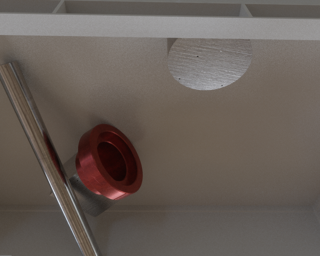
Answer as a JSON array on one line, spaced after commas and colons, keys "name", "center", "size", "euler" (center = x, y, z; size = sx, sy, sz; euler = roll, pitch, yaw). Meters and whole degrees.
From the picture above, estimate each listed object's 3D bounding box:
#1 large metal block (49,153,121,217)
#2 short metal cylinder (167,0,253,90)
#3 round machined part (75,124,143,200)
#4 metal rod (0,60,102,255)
[{"name": "large metal block", "center": [-0.100, 0.079, 0.458], "size": [0.080, 0.050, 0.080], "euler": [37, 121, -27]}, {"name": "short metal cylinder", "center": [0.048, -0.084, 0.312], "size": [0.081, 0.050, 0.080], "euler": [0, 141, 0]}, {"name": "round machined part", "center": [-0.069, 0.047, 0.400], "size": [0.042, 0.098, 0.098], "euler": [-30, 124, 23]}, {"name": "metal rod", "center": [-0.135, 0.061, 0.401], "size": [0.025, 0.025, 0.298], "euler": [-12, 112, 10]}]
